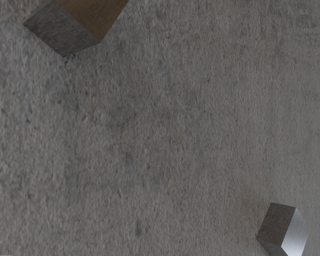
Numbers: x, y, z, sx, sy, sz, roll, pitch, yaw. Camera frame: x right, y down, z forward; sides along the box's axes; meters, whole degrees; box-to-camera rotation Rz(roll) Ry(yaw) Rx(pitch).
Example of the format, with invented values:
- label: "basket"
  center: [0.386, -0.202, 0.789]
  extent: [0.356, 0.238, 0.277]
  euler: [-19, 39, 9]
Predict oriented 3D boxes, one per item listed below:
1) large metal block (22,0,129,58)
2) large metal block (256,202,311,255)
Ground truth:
- label: "large metal block"
  center: [-0.078, -0.123, 0.305]
  extent: [0.050, 0.080, 0.080]
  euler: [41, 65, -33]
- label: "large metal block"
  center: [0.237, 0.202, 0.592]
  extent: [0.080, 0.050, 0.080]
  euler: [50, 60, -29]
